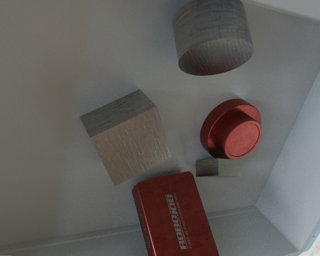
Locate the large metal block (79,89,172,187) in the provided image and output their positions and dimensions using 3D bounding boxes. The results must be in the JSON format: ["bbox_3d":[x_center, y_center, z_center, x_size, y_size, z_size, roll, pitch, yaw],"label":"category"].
[{"bbox_3d":[-0.040,0.011,0.379,0.080,0.050,0.080,-27,128,-12],"label":"large metal block"}]

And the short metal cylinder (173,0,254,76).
[{"bbox_3d":[0.057,-0.097,0.338,0.081,0.050,0.080,-6,164,-2],"label":"short metal cylinder"}]

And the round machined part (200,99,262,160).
[{"bbox_3d":[0.114,0.009,0.468,0.099,0.042,0.097,-14,125,-21],"label":"round machined part"}]

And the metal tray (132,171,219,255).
[{"bbox_3d":[0.021,0.135,0.443,0.091,0.130,0.030,-8,160,-25],"label":"metal tray"}]

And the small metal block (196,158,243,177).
[{"bbox_3d":[0.092,0.063,0.481,0.050,0.050,0.025,8,76,-33],"label":"small metal block"}]
